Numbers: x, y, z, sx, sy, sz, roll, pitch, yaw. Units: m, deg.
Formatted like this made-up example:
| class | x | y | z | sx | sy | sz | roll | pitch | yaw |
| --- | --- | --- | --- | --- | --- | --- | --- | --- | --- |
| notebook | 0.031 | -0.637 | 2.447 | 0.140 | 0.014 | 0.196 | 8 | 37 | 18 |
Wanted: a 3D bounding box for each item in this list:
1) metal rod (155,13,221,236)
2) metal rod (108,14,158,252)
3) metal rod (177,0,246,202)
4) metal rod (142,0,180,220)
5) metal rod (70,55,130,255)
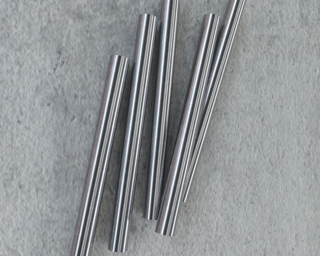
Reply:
| class | x | y | z | sx | sy | sz | roll | pitch | yaw |
| --- | --- | --- | --- | --- | --- | --- | --- | --- | --- |
| metal rod | 0.040 | -0.012 | 0.412 | 0.025 | 0.025 | 0.299 | 17 | 80 | -20 |
| metal rod | -0.034 | 0.004 | 0.397 | 0.025 | 0.025 | 0.298 | 8 | 87 | -20 |
| metal rod | 0.069 | -0.045 | 0.435 | 0.025 | 0.025 | 0.299 | 20 | 83 | -19 |
| metal rod | 0.002 | -0.031 | 0.410 | 0.025 | 0.025 | 0.298 | 6 | 88 | -20 |
| metal rod | -0.078 | 0.058 | 0.380 | 0.025 | 0.025 | 0.298 | 12 | 86 | -20 |
